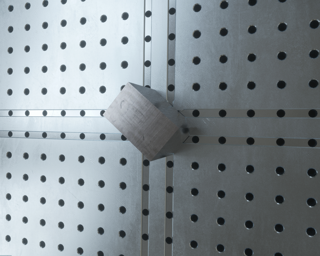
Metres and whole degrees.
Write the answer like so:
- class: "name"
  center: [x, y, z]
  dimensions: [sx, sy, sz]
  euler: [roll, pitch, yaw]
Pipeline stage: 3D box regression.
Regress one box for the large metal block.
- class: "large metal block"
  center: [-0.010, -0.008, 0.387]
  dimensions: [0.080, 0.080, 0.050]
  euler: [43, 104, 14]
